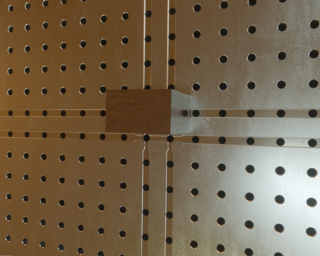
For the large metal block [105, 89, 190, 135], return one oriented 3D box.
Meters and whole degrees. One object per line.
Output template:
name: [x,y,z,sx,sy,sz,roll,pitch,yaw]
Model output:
large metal block: [-0.012,-0.019,0.388,0.080,0.080,0.050,2,91,20]
